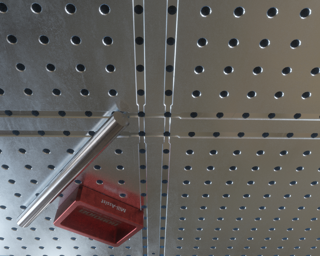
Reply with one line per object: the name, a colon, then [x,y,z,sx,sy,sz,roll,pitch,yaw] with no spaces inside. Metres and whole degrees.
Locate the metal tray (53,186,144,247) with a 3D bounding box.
metal tray: [-0.105,0.158,0.541,0.131,0.030,0.090,30,124,-24]

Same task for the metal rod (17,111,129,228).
metal rod: [-0.145,0.076,0.474,0.025,0.025,0.299,32,123,-25]
